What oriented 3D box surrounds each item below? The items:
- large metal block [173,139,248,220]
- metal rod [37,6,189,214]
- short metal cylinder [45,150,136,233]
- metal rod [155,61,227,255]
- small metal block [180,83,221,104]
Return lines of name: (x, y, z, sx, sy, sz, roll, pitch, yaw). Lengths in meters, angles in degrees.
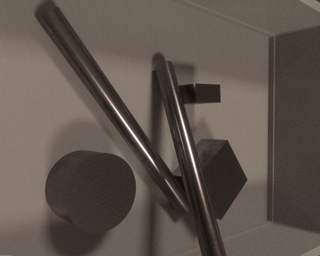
large metal block: (0.075, 0.073, 0.456, 0.080, 0.050, 0.080, -46, 118, -30)
metal rod: (-0.039, -0.002, 0.375, 0.025, 0.025, 0.299, -48, 119, -29)
short metal cylinder: (-0.073, 0.065, 0.331, 0.081, 0.050, 0.079, 0, 90, -40)
metal rod: (0.038, 0.053, 0.361, 0.025, 0.025, 0.299, 6, 62, -40)
small metal block: (0.049, -0.047, 0.433, 0.050, 0.050, 0.025, -4, 93, -40)
